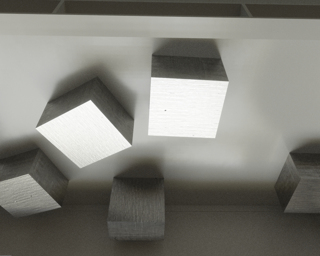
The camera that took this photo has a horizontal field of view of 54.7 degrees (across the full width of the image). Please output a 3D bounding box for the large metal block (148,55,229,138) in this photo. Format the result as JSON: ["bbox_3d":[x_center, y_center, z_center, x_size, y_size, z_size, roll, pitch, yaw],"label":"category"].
[{"bbox_3d":[0.028,-0.036,0.363,0.081,0.050,0.079,3,130,-3],"label":"large metal block"}]

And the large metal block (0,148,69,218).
[{"bbox_3d":[-0.197,0.084,0.461,0.080,0.050,0.080,-16,129,13],"label":"large metal block"}]

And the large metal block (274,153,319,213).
[{"bbox_3d":[0.231,0.084,0.468,0.081,0.050,0.079,2,130,-2],"label":"large metal block"}]

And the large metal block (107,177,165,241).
[{"bbox_3d":[-0.034,0.124,0.478,0.081,0.080,0.050,1,130,-2],"label":"large metal block"}]

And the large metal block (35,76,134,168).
[{"bbox_3d":[-0.089,-0.005,0.387,0.080,0.050,0.080,-24,127,19],"label":"large metal block"}]
